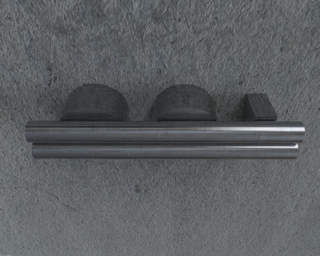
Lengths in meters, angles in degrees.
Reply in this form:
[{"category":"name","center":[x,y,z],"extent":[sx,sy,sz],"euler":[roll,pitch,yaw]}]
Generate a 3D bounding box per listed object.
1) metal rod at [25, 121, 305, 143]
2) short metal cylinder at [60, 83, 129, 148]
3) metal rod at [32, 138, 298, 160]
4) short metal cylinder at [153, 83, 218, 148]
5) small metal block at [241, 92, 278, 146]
[{"category":"metal rod","center":[0.006,0.004,0.346],"extent":[0.302,0.025,0.025],"euler":[0,130,-1]},{"category":"short metal cylinder","center":[-0.080,-0.008,0.384],"extent":[0.081,0.050,0.079],"euler":[0,130,0]},{"category":"metal rod","center":[0.006,0.024,0.363],"extent":[0.302,0.025,0.025],"euler":[0,130,-1]},{"category":"short metal cylinder","center":[0.030,-0.008,0.386],"extent":[0.081,0.050,0.079],"euler":[0,130,0]},{"category":"small metal block","center":[0.121,-0.010,0.387],"extent":[0.025,0.050,0.050],"euler":[-1,130,1]}]
